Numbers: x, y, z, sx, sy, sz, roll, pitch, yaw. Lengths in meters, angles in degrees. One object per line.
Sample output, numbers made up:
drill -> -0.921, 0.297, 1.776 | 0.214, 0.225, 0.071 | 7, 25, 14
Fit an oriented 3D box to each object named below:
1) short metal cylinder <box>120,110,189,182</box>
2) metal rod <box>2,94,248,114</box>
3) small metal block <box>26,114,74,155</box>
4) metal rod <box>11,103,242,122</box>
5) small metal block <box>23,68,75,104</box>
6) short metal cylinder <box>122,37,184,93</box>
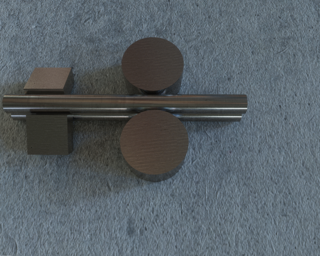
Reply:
short metal cylinder -> -0.006, 0.024, 0.387 | 0.081, 0.050, 0.080 | 0, 70, 0
metal rod -> -0.043, -0.031, 0.394 | 0.302, 0.025, 0.025 | 0, 70, 0
small metal block -> -0.139, 0.007, 0.395 | 0.050, 0.025, 0.050 | 1, 97, -1
metal rod -> -0.044, -0.022, 0.417 | 0.302, 0.025, 0.025 | 0, 70, 0
small metal block -> -0.148, -0.058, 0.419 | 0.050, 0.025, 0.050 | 0, 43, 0
short metal cylinder -> -0.009, -0.076, 0.423 | 0.081, 0.050, 0.080 | 0, 70, 0
